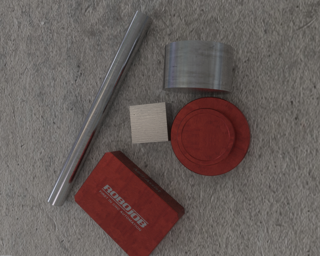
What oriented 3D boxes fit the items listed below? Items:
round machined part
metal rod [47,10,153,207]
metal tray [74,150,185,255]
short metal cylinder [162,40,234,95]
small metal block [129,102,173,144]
[{"bbox_3d":[0.059,0.010,0.379,0.098,0.042,0.097,0,90,20],"label":"round machined part"},{"bbox_3d":[-0.089,-0.021,0.440,0.025,0.025,0.299,30,100,17],"label":"metal rod"},{"bbox_3d":[-0.044,0.104,0.422,0.130,0.030,0.090,40,102,15],"label":"metal tray"},{"bbox_3d":[0.044,-0.068,0.364,0.080,0.080,0.050,4,92,20],"label":"short metal cylinder"},{"bbox_3d":[-0.011,-0.006,0.413,0.050,0.025,0.050,-5,88,19],"label":"small metal block"}]
